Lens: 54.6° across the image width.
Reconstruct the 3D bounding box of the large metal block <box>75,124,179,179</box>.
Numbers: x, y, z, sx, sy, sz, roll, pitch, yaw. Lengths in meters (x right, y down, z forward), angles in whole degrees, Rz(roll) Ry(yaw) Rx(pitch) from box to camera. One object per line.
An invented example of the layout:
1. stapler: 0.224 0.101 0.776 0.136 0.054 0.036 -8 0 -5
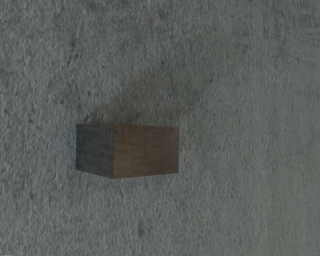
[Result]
1. large metal block: -0.036 0.022 0.338 0.081 0.080 0.050 2 89 -40
